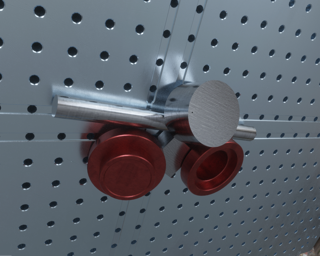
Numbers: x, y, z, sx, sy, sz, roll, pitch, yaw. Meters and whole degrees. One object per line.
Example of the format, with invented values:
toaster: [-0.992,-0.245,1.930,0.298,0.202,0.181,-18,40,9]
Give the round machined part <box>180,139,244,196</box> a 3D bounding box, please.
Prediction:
round machined part: [0.073,0.050,0.464,0.099,0.042,0.097,-17,128,-22]

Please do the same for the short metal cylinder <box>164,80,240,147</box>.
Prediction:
short metal cylinder: [0.053,-0.018,0.389,0.081,0.050,0.079,-2,94,-32]

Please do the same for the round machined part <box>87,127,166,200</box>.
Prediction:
round machined part: [-0.041,0.051,0.388,0.099,0.042,0.097,-4,118,-6]

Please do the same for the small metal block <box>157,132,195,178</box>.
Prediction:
small metal block: [0.013,0.034,0.435,0.050,0.025,0.050,-45,129,3]

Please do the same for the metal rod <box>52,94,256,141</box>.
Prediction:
metal rod: [0.015,-0.008,0.410,0.302,0.025,0.025,7,115,-32]
